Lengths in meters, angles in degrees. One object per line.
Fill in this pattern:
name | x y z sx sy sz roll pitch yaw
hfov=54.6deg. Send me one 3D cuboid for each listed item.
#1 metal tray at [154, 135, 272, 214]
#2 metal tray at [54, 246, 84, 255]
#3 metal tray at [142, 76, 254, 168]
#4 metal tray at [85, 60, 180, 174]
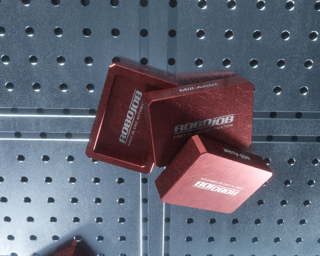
metal tray | 0.071 0.065 0.400 0.131 0.030 0.090 19 121 -33
metal tray | -0.167 0.258 0.504 0.130 0.030 0.090 -31 107 10
metal tray | 0.049 -0.008 0.385 0.131 0.030 0.089 -12 117 -12
metal tray | -0.036 -0.012 0.406 0.090 0.030 0.129 17 109 -7
